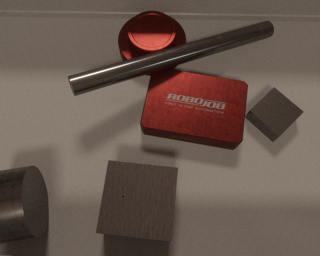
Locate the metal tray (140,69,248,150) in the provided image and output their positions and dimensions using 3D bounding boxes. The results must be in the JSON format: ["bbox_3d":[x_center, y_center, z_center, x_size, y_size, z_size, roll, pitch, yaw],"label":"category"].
[{"bbox_3d":[0.046,-0.027,0.417,0.131,0.030,0.090,10,70,3],"label":"metal tray"}]

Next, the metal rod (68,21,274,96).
[{"bbox_3d":[0.028,-0.100,0.419,0.302,0.025,0.025,-20,71,-18],"label":"metal rod"}]

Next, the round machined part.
[{"bbox_3d":[-0.011,-0.129,0.448,0.099,0.042,0.098,0,70,-1],"label":"round machined part"}]

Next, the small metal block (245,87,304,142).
[{"bbox_3d":[0.153,-0.018,0.418,0.050,0.025,0.050,-41,76,-14],"label":"small metal block"}]

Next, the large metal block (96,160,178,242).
[{"bbox_3d":[-0.024,0.087,0.364,0.080,0.050,0.080,6,70,2],"label":"large metal block"}]

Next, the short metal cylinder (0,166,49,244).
[{"bbox_3d":[-0.164,0.086,0.347,0.050,0.080,0.080,-9,71,-4],"label":"short metal cylinder"}]
